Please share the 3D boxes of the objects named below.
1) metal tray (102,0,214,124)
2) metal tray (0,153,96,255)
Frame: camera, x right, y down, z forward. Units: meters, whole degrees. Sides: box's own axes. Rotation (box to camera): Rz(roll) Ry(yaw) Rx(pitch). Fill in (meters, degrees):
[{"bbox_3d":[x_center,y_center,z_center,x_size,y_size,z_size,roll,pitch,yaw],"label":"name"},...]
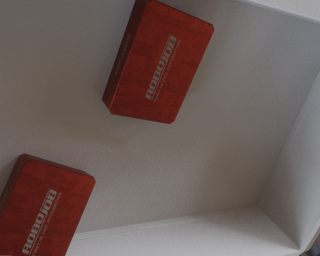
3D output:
[{"bbox_3d":[-0.003,-0.073,0.360,0.091,0.030,0.129,10,114,-33],"label":"metal tray"},{"bbox_3d":[-0.143,0.105,0.364,0.090,0.030,0.130,27,82,-37],"label":"metal tray"}]
